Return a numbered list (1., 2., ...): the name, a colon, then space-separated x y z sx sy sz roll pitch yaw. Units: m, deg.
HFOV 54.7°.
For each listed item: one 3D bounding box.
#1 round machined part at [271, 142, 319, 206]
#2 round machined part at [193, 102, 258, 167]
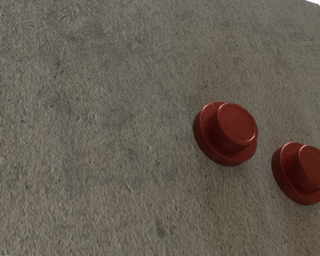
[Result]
1. round machined part: 0.224 0.065 0.473 0.099 0.042 0.098 14 56 -21
2. round machined part: 0.100 0.003 0.445 0.099 0.042 0.098 14 56 -21
